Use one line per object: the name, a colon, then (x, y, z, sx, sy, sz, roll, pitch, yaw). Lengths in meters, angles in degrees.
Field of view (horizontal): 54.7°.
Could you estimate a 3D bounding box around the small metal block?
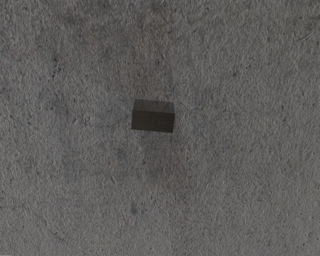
small metal block: (-0.009, -0.016, 0.391, 0.050, 0.050, 0.025, 5, 110, -2)
